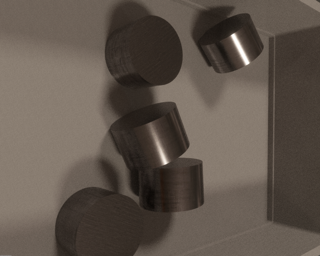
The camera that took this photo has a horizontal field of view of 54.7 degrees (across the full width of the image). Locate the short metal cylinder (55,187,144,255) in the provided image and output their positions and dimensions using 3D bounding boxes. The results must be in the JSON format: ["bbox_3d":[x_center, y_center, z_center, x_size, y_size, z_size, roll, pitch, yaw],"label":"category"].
[{"bbox_3d":[-0.065,0.108,0.338,0.081,0.050,0.079,0,90,-40],"label":"short metal cylinder"}]

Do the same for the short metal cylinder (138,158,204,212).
[{"bbox_3d":[0.013,0.068,0.384,0.081,0.080,0.050,-5,93,-40],"label":"short metal cylinder"}]

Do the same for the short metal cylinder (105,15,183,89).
[{"bbox_3d":[-0.019,-0.089,0.376,0.081,0.050,0.079,0,90,-40],"label":"short metal cylinder"}]

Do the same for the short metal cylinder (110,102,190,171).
[{"bbox_3d":[-0.011,0.008,0.363,0.081,0.080,0.050,-33,111,-35],"label":"short metal cylinder"}]

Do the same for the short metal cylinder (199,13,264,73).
[{"bbox_3d":[0.106,-0.126,0.462,0.080,0.080,0.050,-51,121,-28],"label":"short metal cylinder"}]
